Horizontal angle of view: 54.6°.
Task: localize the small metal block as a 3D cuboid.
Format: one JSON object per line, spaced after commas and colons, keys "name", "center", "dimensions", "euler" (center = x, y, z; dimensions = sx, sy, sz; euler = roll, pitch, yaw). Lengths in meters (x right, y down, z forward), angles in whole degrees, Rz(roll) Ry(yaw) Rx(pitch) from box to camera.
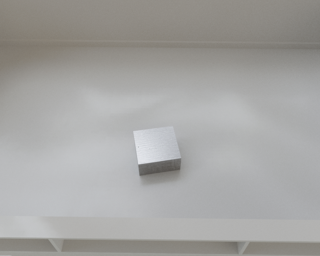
{"name": "small metal block", "center": [-0.004, 0.027, 0.382], "dimensions": [0.050, 0.025, 0.050], "euler": [-8, 50, -6]}
